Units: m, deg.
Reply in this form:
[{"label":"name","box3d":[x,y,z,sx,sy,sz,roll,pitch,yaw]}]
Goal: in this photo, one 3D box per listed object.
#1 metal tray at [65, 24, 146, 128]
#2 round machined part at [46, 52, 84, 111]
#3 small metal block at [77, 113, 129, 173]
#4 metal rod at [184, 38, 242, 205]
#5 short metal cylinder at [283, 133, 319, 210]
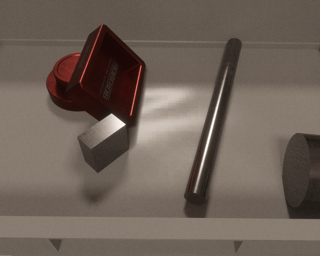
[{"label":"metal tray","box3d":[-0.067,-0.069,0.421,0.030,0.090,0.130,-26,41,33]},{"label":"round machined part","box3d":[-0.117,-0.074,0.455,0.099,0.042,0.098,0,50,0]},{"label":"small metal block","box3d":[-0.066,0.019,0.372,0.025,0.050,0.050,37,59,26]},{"label":"metal rod","box3d":[0.082,-0.032,0.432,0.025,0.025,0.300,13,51,10]},{"label":"short metal cylinder","box3d":[0.170,0.047,0.332,0.050,0.080,0.080,6,50,4]}]
